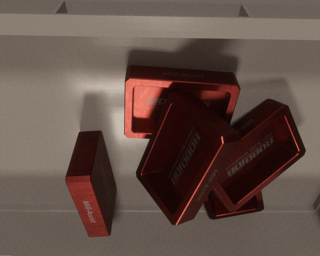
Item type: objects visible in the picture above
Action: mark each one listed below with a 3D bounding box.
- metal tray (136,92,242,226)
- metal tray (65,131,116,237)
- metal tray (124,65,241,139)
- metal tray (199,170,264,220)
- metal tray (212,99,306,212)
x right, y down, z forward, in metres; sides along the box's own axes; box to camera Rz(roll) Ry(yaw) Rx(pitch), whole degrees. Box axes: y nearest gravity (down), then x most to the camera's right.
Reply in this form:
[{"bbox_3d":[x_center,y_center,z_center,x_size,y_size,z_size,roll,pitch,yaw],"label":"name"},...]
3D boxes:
[{"bbox_3d":[0.025,0.035,0.356,0.030,0.090,0.129,-5,130,-41],"label":"metal tray"},{"bbox_3d":[-0.091,0.079,0.432,0.030,0.090,0.129,-4,130,3],"label":"metal tray"},{"bbox_3d":[0.023,-0.027,0.383,0.131,0.030,0.089,3,130,-4],"label":"metal tray"},{"bbox_3d":[0.108,0.089,0.483,0.090,0.030,0.129,-14,129,11],"label":"metal tray"},{"bbox_3d":[0.117,0.036,0.396,0.130,0.030,0.090,-38,120,-5],"label":"metal tray"}]
